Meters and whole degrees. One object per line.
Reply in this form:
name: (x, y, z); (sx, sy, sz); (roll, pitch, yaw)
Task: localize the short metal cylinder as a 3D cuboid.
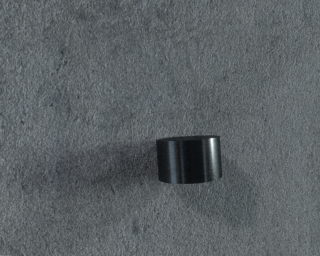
short metal cylinder: (0.037, 0.038, 0.393); (0.081, 0.080, 0.050); (-4, 92, -20)
